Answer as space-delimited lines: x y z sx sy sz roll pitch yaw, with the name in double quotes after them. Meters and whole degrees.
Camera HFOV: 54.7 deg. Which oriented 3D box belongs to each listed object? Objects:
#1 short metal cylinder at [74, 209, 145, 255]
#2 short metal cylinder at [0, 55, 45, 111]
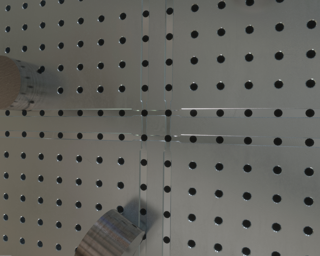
-0.064 0.154 0.405 0.050 0.080 0.080 32 100 17 "short metal cylinder"
-0.228 -0.067 0.478 0.080 0.050 0.079 0 90 19 "short metal cylinder"
